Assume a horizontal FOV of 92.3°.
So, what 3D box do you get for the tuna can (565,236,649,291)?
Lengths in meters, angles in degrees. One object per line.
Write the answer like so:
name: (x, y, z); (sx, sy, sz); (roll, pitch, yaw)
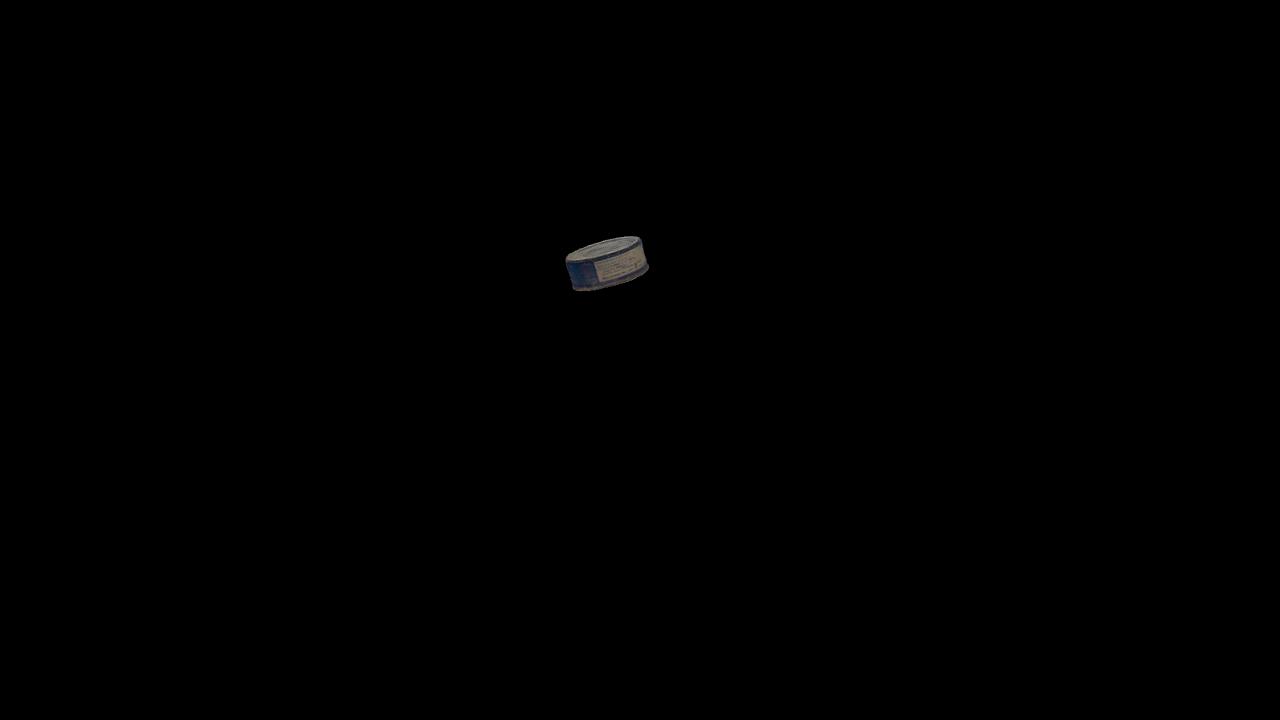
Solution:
tuna can: (-0.035, -0.102, 0.644); (0.084, 0.034, 0.084); (-14, 21, 5)
